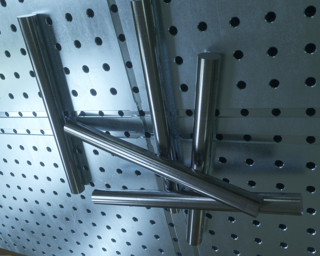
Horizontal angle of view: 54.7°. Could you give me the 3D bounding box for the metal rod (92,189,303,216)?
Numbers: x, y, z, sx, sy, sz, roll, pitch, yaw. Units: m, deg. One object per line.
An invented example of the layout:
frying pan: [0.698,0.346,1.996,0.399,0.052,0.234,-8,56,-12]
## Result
metal rod: [0.029,0.097,0.421,0.300,0.025,0.025,-5,116,30]

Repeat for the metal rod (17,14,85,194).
metal rod: [-0.161,-0.019,0.481,0.025,0.025,0.298,8,122,24]

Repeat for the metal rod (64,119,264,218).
metal rod: [-0.015,0.043,0.413,0.300,0.025,0.025,20,127,28]

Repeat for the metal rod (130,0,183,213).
metal rod: [0.001,-0.009,0.403,0.025,0.025,0.298,5,121,25]

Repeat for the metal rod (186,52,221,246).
metal rod: [0.054,0.049,0.412,0.025,0.025,0.298,13,124,20]
